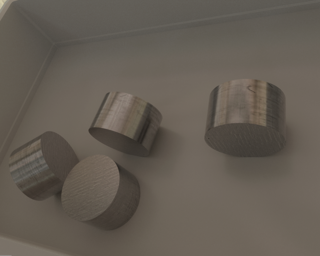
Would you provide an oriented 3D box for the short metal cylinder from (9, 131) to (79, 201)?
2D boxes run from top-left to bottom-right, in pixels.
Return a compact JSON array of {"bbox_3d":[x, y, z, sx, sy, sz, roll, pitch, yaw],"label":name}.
[{"bbox_3d":[-0.153,0.051,0.420,0.050,0.080,0.080,-29,52,10],"label":"short metal cylinder"}]

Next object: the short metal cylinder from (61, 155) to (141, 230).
[{"bbox_3d":[-0.071,0.079,0.379,0.080,0.050,0.080,-13,56,21],"label":"short metal cylinder"}]

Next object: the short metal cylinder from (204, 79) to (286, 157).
[{"bbox_3d":[0.090,-0.008,0.328,0.080,0.080,0.050,-3,60,26],"label":"short metal cylinder"}]

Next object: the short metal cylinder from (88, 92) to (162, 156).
[{"bbox_3d":[-0.043,-0.003,0.395,0.080,0.080,0.050,8,66,31],"label":"short metal cylinder"}]
